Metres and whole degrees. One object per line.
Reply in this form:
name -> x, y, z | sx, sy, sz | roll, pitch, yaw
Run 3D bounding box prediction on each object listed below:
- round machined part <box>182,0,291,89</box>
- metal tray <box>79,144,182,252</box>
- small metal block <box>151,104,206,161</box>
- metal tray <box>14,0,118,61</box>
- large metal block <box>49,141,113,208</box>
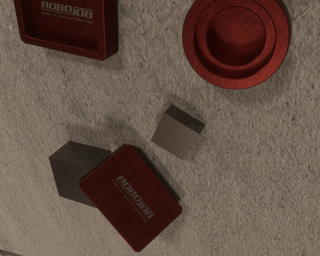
round machined part -> 0.075, -0.090, 0.300 | 0.098, 0.042, 0.097 | 13, 124, 20
metal tray -> -0.041, 0.099, 0.445 | 0.130, 0.090, 0.030 | 53, 165, -10
small metal block -> 0.023, 0.006, 0.398 | 0.050, 0.025, 0.050 | 32, 128, 7
metal tray -> -0.115, -0.140, 0.375 | 0.130, 0.030, 0.089 | 16, 125, 18
large metal block -> -0.122, 0.074, 0.499 | 0.080, 0.050, 0.079 | 11, 123, 21
